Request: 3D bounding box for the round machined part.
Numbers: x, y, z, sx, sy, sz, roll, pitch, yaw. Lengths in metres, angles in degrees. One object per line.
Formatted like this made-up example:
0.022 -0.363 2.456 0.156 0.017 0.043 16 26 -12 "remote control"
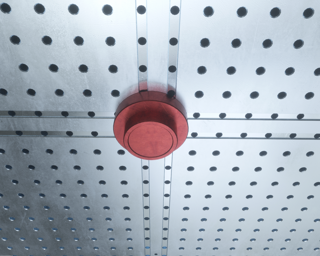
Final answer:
-0.012 0.004 0.404 0.099 0.042 0.097 0 130 0 "round machined part"
